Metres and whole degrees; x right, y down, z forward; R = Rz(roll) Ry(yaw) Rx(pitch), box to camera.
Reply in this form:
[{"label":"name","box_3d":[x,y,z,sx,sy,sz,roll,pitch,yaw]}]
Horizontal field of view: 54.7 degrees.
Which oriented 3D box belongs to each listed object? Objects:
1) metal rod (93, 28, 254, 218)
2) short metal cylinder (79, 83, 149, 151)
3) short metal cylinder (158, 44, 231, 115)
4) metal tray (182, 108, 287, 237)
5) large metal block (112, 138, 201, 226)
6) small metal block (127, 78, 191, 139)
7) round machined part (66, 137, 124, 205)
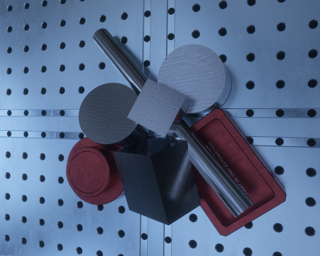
[{"label":"metal rod","box_3d":[0.003,-0.022,0.381,0.025,0.025,0.300,-45,67,14]},{"label":"short metal cylinder","box_3d":[-0.057,-0.012,0.404,0.080,0.050,0.080,-3,73,10]},{"label":"short metal cylinder","box_3d":[0.044,-0.057,0.380,0.080,0.050,0.079,0,90,20]},{"label":"metal tray","box_3d":[0.077,0.052,0.379,0.090,0.030,0.130,-38,78,16]},{"label":"large metal block","box_3d":[-0.005,0.059,0.369,0.080,0.050,0.080,-1,107,53]},{"label":"small metal block","box_3d":[-0.001,-0.021,0.353,0.050,0.025,0.050,28,91,18]},{"label":"round machined part","box_3d":[-0.090,0.059,0.430,0.098,0.042,0.097,0,90,19]}]
